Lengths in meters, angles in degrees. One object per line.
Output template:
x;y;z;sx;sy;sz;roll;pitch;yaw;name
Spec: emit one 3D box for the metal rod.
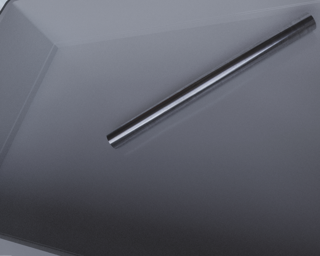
0.061;-0.058;0.409;0.300;0.025;0.025;-31;52;8;metal rod
